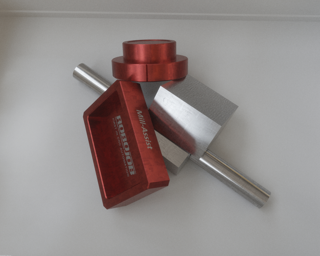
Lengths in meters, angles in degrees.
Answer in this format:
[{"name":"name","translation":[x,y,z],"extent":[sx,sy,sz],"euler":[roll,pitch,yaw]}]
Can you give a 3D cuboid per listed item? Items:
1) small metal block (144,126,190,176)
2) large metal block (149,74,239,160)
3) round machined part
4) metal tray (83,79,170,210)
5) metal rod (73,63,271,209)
[{"name":"small metal block","translation":[0.009,0.030,0.384],"extent":[0.050,0.050,0.025],"euler":[36,74,12]},{"name":"large metal block","translation":[0.040,-0.018,0.381],"extent":[0.080,0.050,0.080],"euler":[35,31,12]},{"name":"round machined part","translation":[-0.013,-0.091,0.400],"extent":[0.099,0.098,0.042],"euler":[-2,111,-1]},{"name":"metal tray","translation":[-0.045,0.020,0.367],"extent":[0.030,0.090,0.130],"euler":[2,63,-44]},{"name":"metal rod","translation":[0.007,0.004,0.407],"extent":[0.300,0.025,0.025],"euler":[35,74,11]}]
